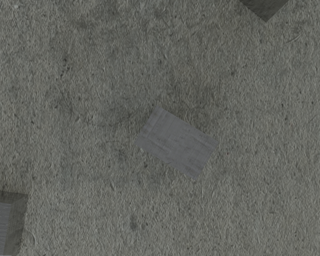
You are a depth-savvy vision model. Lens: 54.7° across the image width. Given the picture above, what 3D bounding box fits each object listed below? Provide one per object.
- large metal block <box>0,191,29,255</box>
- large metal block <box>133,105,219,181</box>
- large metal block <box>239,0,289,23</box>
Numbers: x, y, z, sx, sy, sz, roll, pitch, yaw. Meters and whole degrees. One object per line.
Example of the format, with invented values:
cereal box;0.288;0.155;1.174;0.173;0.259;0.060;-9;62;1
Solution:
large metal block;-0.224;0.124;0.396;0.080;0.050;0.080;9;90;0
large metal block;0.018;0.016;0.382;0.080;0.080;0.050;31;90;0
large metal block;0.151;-0.190;0.383;0.050;0.080;0.080;40;90;0
